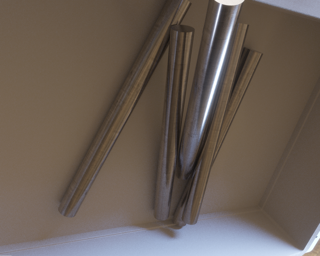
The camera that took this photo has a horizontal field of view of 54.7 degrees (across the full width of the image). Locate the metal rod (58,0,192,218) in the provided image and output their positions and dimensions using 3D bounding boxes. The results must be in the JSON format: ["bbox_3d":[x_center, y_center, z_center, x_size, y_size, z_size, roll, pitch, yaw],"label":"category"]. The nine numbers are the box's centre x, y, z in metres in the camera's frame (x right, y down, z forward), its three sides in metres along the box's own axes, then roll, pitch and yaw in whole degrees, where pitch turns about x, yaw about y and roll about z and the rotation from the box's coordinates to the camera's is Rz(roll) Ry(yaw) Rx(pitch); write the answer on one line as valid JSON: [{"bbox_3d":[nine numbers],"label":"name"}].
[{"bbox_3d":[-0.049,-0.015,0.371,0.025,0.025,0.298,20,108,-36],"label":"metal rod"}]

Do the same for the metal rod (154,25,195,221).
[{"bbox_3d":[0.013,0.017,0.409,0.025,0.025,0.298,-12,129,-22],"label":"metal rod"}]

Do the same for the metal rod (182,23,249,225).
[{"bbox_3d":[0.072,0.007,0.434,0.025,0.025,0.298,-1,114,-28],"label":"metal rod"}]

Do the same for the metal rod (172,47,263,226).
[{"bbox_3d":[0.079,0.027,0.468,0.025,0.025,0.298,6,116,-31],"label":"metal rod"}]

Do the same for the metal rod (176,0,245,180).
[{"bbox_3d":[0.042,-0.014,0.347,0.025,0.025,0.299,-21,150,-16],"label":"metal rod"}]
